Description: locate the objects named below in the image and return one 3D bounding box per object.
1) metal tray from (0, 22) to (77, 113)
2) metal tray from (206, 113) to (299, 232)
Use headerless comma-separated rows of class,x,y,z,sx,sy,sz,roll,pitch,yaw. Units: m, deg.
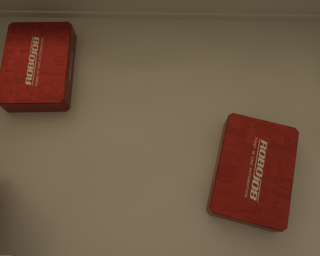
metal tray,-0.171,-0.088,0.438,0.091,0.030,0.130,-1,70,-1
metal tray,0.116,0.054,0.388,0.090,0.030,0.130,14,71,5
